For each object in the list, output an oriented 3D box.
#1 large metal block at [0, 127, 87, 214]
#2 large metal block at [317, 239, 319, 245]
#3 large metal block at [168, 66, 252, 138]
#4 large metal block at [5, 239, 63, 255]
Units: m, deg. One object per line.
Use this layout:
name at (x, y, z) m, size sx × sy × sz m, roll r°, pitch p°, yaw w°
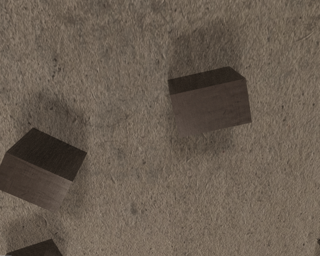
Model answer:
large metal block at (-0.149, 0.051, 0.397) m, size 0.080 × 0.080 × 0.050 m, roll 27°, pitch 108°, yaw -10°
large metal block at (0.305, 0.174, 0.465) m, size 0.080 × 0.050 × 0.080 m, roll 25°, pitch 108°, yaw -10°
large metal block at (0.055, -0.034, 0.369) m, size 0.080 × 0.080 × 0.050 m, roll -12°, pitch 110°, yaw 4°
large metal block at (-0.198, 0.222, 0.460) m, size 0.080 × 0.080 × 0.050 m, roll -20°, pitch 109°, yaw 7°
